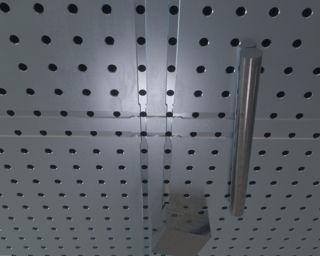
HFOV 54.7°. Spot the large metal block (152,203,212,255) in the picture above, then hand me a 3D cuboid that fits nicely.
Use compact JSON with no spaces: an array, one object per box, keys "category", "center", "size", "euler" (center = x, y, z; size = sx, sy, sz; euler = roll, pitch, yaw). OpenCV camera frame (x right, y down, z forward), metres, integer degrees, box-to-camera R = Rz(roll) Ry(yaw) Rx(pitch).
[{"category":"large metal block","center":[0.036,0.186,0.554],"size":[0.081,0.050,0.079],"euler":[14,129,-12]}]

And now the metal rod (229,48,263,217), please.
[{"category":"metal rod","center":[0.116,0.030,0.438],"size":[0.025,0.025,0.298],"euler":[-5,130,4]}]
